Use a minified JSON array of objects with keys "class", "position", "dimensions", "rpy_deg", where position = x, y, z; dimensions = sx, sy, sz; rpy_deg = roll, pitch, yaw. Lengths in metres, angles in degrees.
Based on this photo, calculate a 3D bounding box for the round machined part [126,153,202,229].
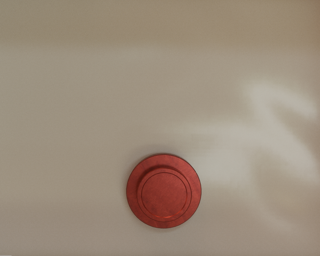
[{"class":"round machined part","position":[0.005,0.083,0.403],"dimensions":[0.099,0.042,0.097],"rpy_deg":[0,90,-1]}]
